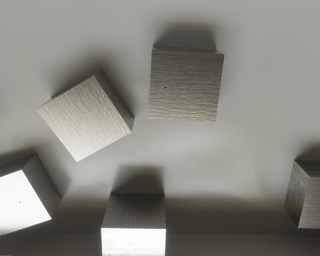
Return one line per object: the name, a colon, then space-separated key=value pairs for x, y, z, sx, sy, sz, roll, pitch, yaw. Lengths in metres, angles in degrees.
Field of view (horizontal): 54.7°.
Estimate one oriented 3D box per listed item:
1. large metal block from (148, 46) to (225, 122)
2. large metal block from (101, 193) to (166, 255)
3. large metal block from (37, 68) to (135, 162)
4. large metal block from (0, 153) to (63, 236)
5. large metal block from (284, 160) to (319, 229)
large metal block: x=0.029 y=-0.055 z=0.378 sx=0.081 sy=0.050 sz=0.079 roll=3 pitch=110 yaw=-2
large metal block: x=-0.034 y=0.135 z=0.431 sx=0.081 sy=0.080 sz=0.050 roll=1 pitch=110 yaw=-1
large metal block: x=-0.089 y=-0.017 z=0.390 sx=0.080 sy=0.050 sz=0.080 roll=-29 pitch=108 yaw=9
large metal block: x=-0.197 y=0.092 z=0.429 sx=0.080 sy=0.050 sz=0.080 roll=-20 pitch=109 yaw=6
large metal block: x=0.231 y=0.093 z=0.436 sx=0.081 sy=0.050 sz=0.079 roll=2 pitch=110 yaw=-1
